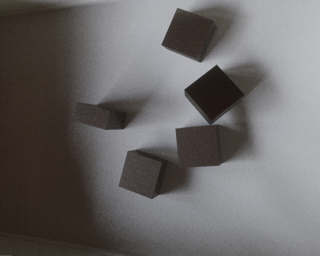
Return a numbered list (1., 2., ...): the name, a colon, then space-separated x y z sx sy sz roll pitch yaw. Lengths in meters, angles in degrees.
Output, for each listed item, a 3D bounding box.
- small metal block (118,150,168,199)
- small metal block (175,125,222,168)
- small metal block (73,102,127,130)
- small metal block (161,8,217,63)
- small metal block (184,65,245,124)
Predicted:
1. small metal block: -0.022 0.061 0.417 0.050 0.025 0.050 17 95 19
2. small metal block: 0.050 0.023 0.393 0.050 0.025 0.050 -6 88 19
3. small metal block: -0.081 -0.016 0.425 0.050 0.050 0.025 15 95 19
4. small metal block: 0.037 -0.118 0.397 0.050 0.025 0.050 27 99 17
5. small metal block: 0.066 -0.040 0.379 0.050 0.025 0.050 -38 77 -3
